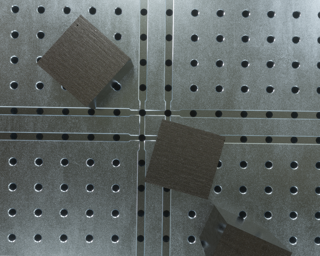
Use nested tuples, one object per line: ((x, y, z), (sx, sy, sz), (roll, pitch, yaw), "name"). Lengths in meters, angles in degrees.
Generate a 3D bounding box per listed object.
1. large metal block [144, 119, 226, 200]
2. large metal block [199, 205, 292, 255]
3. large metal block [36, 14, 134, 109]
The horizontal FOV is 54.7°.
((0.030, 0.038, 0.401), (0.080, 0.050, 0.080), (16, 90, -1), "large metal block")
((0.102, 0.146, 0.387), (0.080, 0.080, 0.050), (25, 90, -1), "large metal block")
((-0.093, -0.082, 0.400), (0.080, 0.050, 0.080), (42, 90, -1), "large metal block")
